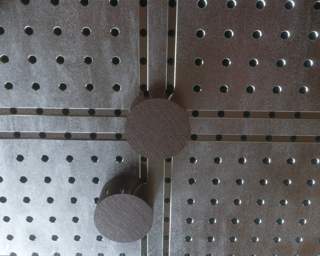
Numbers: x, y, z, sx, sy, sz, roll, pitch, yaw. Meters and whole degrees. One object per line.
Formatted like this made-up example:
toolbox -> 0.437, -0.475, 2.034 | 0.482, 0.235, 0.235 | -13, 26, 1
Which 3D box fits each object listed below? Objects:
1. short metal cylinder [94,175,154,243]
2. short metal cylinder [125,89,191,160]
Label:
short metal cylinder -> -0.049, 0.114, 0.442 | 0.081, 0.050, 0.079 | 0, 110, 0
short metal cylinder -> -0.002, -0.006, 0.398 | 0.081, 0.050, 0.079 | 0, 110, 0
